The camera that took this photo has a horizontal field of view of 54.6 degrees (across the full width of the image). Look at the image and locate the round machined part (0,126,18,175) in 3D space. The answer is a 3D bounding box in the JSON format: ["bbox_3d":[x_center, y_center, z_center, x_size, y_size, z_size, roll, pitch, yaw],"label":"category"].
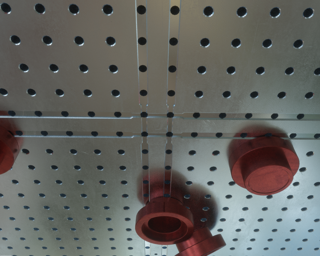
[{"bbox_3d":[-0.254,0.035,0.428,0.099,0.042,0.097,0,130,0],"label":"round machined part"}]

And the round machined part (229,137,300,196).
[{"bbox_3d":[0.154,0.062,0.454,0.099,0.042,0.097,0,130,0],"label":"round machined part"}]

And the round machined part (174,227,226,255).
[{"bbox_3d":[0.067,0.214,0.565,0.099,0.042,0.098,-21,154,-11],"label":"round machined part"}]

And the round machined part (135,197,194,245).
[{"bbox_3d":[0.008,0.156,0.532,0.099,0.042,0.097,0,129,1],"label":"round machined part"}]
